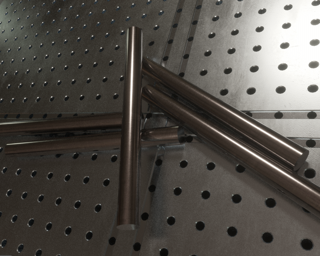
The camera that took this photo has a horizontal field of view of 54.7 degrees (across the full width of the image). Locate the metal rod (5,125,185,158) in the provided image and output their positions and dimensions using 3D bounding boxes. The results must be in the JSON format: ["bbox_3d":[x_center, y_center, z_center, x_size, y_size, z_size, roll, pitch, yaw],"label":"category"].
[{"bbox_3d":[-0.110,0.023,0.449,0.301,0.025,0.025,-6,59,24],"label":"metal rod"}]

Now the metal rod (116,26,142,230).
[{"bbox_3d":[-0.037,-0.022,0.406,0.025,0.025,0.299,-14,56,20],"label":"metal rod"}]

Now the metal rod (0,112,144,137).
[{"bbox_3d":[-0.163,-0.004,0.493,0.301,0.025,0.025,-3,60,26],"label":"metal rod"}]

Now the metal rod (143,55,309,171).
[{"bbox_3d":[0.050,-0.040,0.405,0.025,0.025,0.300,-48,52,-5],"label":"metal rod"}]

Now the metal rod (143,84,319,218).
[{"bbox_3d":[0.077,0.018,0.356,0.025,0.025,0.300,-49,52,-6],"label":"metal rod"}]
